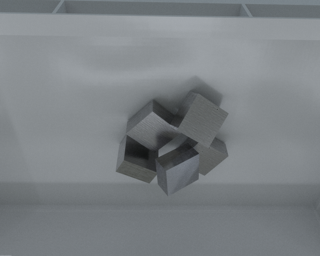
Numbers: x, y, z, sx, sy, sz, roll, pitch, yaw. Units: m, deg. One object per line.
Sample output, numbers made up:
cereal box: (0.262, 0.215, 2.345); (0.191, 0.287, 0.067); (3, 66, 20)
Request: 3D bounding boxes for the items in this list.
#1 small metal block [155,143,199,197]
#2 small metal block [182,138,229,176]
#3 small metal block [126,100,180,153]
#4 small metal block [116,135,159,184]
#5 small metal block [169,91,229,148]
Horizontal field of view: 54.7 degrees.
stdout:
small metal block: (0.024, 0.055, 0.406); (0.050, 0.025, 0.050); (-25, 134, -22)
small metal block: (0.059, 0.035, 0.437); (0.050, 0.025, 0.050); (28, 124, -23)
small metal block: (-0.008, -0.001, 0.405); (0.050, 0.025, 0.050); (36, 121, -27)
small metal block: (-0.030, 0.042, 0.425); (0.050, 0.050, 0.025); (23, 126, -19)
small metal block: (0.048, -0.010, 0.384); (0.050, 0.025, 0.050); (30, 91, -24)
